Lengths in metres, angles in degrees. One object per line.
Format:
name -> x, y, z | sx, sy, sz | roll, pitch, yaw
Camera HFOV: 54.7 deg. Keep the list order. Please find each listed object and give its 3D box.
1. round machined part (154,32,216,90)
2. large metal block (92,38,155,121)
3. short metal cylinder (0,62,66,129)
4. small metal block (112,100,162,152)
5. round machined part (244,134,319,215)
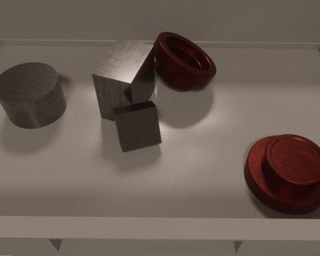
round machined part -> 0.031, -0.094, 0.455 | 0.099, 0.042, 0.098 | 24, 37, -19
large metal block -> -0.045, -0.062, 0.421 | 0.050, 0.080, 0.080 | 15, 52, 12
short metal cylinder -> -0.175, -0.045, 0.424 | 0.081, 0.050, 0.080 | 0, 50, 0
small metal block -> -0.028, -0.002, 0.387 | 0.050, 0.050, 0.025 | -13, 24, -11
round machined part -> 0.151, 0.046, 0.358 | 0.099, 0.042, 0.098 | 0, 50, 0
